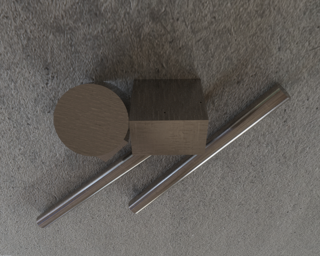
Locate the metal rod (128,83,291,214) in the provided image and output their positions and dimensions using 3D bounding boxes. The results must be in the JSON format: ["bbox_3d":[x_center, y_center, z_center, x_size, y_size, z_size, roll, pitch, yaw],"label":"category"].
[{"bbox_3d":[0.053,0.043,0.444,0.025,0.025,0.299,32,123,-25],"label":"metal rod"}]

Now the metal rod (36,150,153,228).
[{"bbox_3d":[-0.096,0.085,0.478,0.299,0.025,0.025,-36,122,26],"label":"metal rod"}]

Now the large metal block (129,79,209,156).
[{"bbox_3d":[0.009,-0.014,0.359,0.081,0.080,0.050,-1,130,0],"label":"large metal block"}]

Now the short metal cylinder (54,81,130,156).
[{"bbox_3d":[-0.074,-0.013,0.358,0.081,0.050,0.079,0,102,-1],"label":"short metal cylinder"}]

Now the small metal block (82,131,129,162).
[{"bbox_3d":[-0.077,0.013,0.417,0.050,0.025,0.050,35,122,-26],"label":"small metal block"}]
